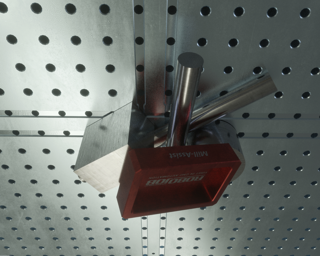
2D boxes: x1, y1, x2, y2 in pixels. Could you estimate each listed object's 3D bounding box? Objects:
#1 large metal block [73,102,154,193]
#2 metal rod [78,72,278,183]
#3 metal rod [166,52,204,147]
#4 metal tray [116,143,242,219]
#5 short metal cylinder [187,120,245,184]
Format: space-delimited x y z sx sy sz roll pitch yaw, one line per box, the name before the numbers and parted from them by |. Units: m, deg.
large metal block | -0.055 0.025 0.395 0.080 0.080 0.050 -27 125 21
metal rod | 0.009 0.008 0.419 0.300 0.025 0.025 -27 126 20
metal rod | 0.019 0.031 0.409 0.025 0.025 0.298 3 140 -3
metal tray | 0.021 0.062 0.369 0.131 0.030 0.089 -2 133 -24
short metal cylinder | 0.071 0.035 0.425 0.081 0.050 0.079 0 130 0
